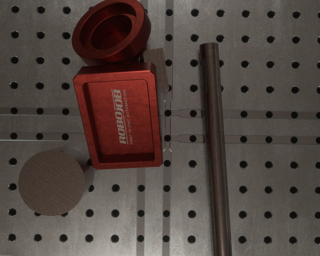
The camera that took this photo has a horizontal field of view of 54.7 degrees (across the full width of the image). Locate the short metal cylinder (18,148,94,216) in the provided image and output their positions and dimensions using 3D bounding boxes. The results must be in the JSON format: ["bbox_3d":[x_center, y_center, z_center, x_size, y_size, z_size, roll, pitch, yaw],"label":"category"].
[{"bbox_3d":[-0.131,0.067,0.399,0.081,0.050,0.079,0,90,-1],"label":"short metal cylinder"}]

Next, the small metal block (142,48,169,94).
[{"bbox_3d":[-0.005,-0.071,0.401,0.025,0.050,0.050,-9,90,-1],"label":"small metal block"}]

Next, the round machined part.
[{"bbox_3d":[-0.057,-0.114,0.389,0.098,0.042,0.098,-9,61,17],"label":"round machined part"}]

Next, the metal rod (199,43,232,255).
[{"bbox_3d":[0.075,0.038,0.414,0.025,0.025,0.298,-4,90,-1],"label":"metal rod"}]

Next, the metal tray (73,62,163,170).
[{"bbox_3d":[-0.046,-0.011,0.377,0.091,0.030,0.129,-3,120,2],"label":"metal tray"}]
